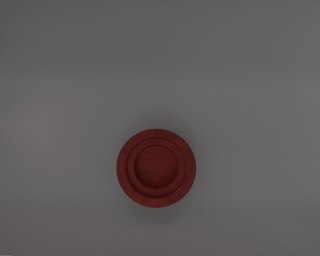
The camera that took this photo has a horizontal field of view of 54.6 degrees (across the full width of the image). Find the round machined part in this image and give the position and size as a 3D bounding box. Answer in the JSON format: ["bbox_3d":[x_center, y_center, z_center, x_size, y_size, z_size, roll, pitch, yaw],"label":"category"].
[{"bbox_3d":[-0.005,0.050,0.403,0.099,0.042,0.097,0,90,0],"label":"round machined part"}]
